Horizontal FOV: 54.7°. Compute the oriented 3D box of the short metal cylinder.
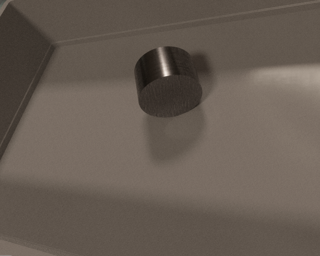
[{"bbox_3d":[0.010,-0.057,0.400,0.080,0.080,0.050,-21,54,15],"label":"short metal cylinder"}]
